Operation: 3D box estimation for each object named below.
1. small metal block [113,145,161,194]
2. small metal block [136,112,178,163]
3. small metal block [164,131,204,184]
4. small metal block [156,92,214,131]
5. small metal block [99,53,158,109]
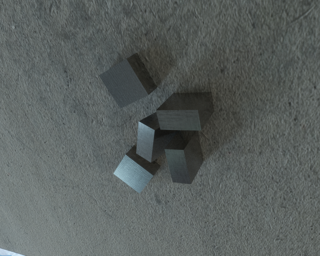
[{"bbox_3d":[-0.035,0.063,0.464,0.050,0.025,0.050,37,129,3],"label":"small metal block"},{"bbox_3d":[-0.002,0.008,0.394,0.025,0.050,0.050,29,130,29],"label":"small metal block"},{"bbox_3d":[0.032,0.035,0.396,0.025,0.050,0.050,1,119,28],"label":"small metal block"},{"bbox_3d":[0.031,-0.020,0.362,0.050,0.050,0.025,1,119,27],"label":"small metal block"},{"bbox_3d":[-0.040,-0.059,0.392,0.050,0.025,0.050,-21,107,36],"label":"small metal block"}]
